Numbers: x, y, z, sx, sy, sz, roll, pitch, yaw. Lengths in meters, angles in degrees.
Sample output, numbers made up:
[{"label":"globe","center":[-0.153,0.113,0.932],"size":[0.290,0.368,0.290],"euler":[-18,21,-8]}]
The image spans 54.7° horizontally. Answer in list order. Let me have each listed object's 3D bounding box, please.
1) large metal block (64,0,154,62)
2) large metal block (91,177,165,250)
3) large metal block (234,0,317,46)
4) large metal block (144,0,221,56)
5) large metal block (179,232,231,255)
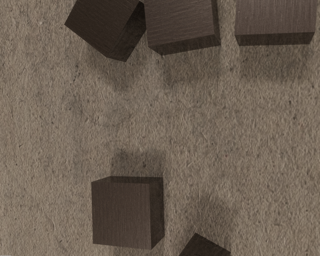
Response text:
[{"label":"large metal block","center":[-0.066,-0.147,0.415],"size":[0.080,0.050,0.080],"euler":[39,107,15]},{"label":"large metal block","center":[-0.041,0.108,0.409],"size":[0.080,0.050,0.079],"euler":[-2,89,19]},{"label":"large metal block","center":[0.130,-0.140,0.350],"size":[0.080,0.050,0.079],"euler":[4,91,19]},{"label":"large metal block","center":[0.028,-0.141,0.385],"size":[0.080,0.050,0.080],"euler":[-6,88,19]},{"label":"large metal block","center":[0.039,0.183,0.365],"size":[0.050,0.080,0.080],"euler":[25,98,18]}]
